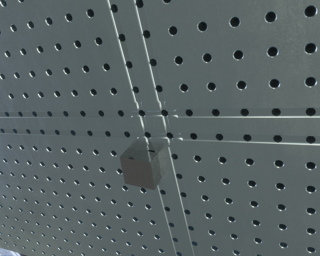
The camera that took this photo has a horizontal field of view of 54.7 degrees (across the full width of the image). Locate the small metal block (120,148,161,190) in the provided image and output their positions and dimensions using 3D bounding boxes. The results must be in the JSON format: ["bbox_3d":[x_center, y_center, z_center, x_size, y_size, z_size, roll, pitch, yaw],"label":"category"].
[{"bbox_3d":[-0.028,0.061,0.462,0.050,0.025,0.050,8,122,24],"label":"small metal block"}]
